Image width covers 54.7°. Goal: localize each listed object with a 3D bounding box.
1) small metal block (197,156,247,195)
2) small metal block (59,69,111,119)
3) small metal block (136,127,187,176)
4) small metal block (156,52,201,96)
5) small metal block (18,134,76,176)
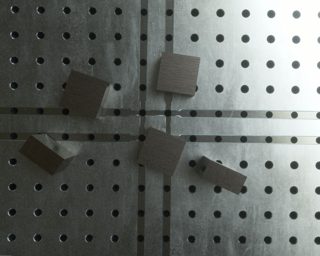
[{"bbox_3d":[0.078,0.060,0.402,0.050,0.050,0.025,25,90,-1],"label":"small metal block"},{"bbox_3d":[-0.099,-0.044,0.412,0.050,0.025,0.050,19,90,-1],"label":"small metal block"},{"bbox_3d":[0.002,0.031,0.413,0.050,0.025,0.050,21,90,-1],"label":"small metal block"},{"bbox_3d":[0.024,-0.071,0.414,0.050,0.025,0.050,9,90,-1],"label":"small metal block"},{"bbox_3d":[-0.143,0.033,0.399,0.050,0.050,0.025,36,90,-1],"label":"small metal block"}]
